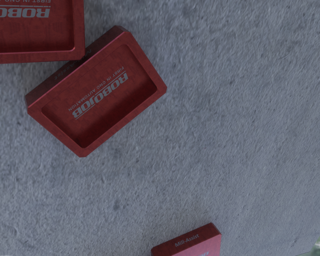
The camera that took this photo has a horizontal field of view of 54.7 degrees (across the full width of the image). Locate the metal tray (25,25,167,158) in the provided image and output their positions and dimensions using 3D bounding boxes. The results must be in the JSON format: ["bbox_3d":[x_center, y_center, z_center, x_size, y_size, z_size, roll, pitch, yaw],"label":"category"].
[{"bbox_3d":[-0.067,-0.038,0.344,0.130,0.030,0.090,-39,130,-2],"label":"metal tray"}]

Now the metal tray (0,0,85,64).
[{"bbox_3d":[-0.134,-0.103,0.266,0.131,0.030,0.089,-9,123,-24],"label":"metal tray"}]

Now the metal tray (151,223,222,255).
[{"bbox_3d":[0.051,0.240,0.582,0.131,0.030,0.089,-16,125,-20],"label":"metal tray"}]
